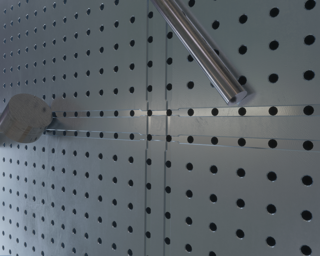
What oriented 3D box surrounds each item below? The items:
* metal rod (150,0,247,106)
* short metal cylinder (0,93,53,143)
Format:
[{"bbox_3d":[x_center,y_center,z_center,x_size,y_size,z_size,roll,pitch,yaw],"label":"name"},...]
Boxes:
[{"bbox_3d":[0.014,-0.150,0.397,0.025,0.025,0.299,-45,63,30],"label":"metal rod"},{"bbox_3d":[-0.250,-0.018,0.580,0.050,0.081,0.080,-44,64,31],"label":"short metal cylinder"}]
